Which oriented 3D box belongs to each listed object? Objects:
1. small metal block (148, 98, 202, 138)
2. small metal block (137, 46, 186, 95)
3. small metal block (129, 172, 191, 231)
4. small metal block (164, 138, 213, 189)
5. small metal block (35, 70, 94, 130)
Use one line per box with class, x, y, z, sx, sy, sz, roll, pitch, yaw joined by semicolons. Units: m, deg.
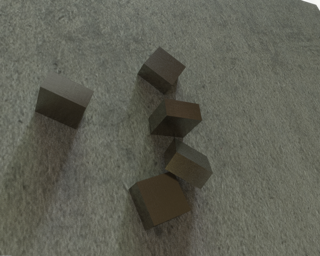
small metal block;0.019;-0.012;0.407;0.050;0.050;0.025;7;59;-25
small metal block;0.003;-0.086;0.459;0.050;0.025;0.050;37;51;-4
small metal block;-0.001;0.082;0.355;0.050;0.025;0.050;-12;68;-34
small metal block;0.034;0.042;0.382;0.050;0.025;0.050;31;15;-9
small metal block;-0.108;-0.030;0.349;0.050;0.050;0.025;26;53;-13
